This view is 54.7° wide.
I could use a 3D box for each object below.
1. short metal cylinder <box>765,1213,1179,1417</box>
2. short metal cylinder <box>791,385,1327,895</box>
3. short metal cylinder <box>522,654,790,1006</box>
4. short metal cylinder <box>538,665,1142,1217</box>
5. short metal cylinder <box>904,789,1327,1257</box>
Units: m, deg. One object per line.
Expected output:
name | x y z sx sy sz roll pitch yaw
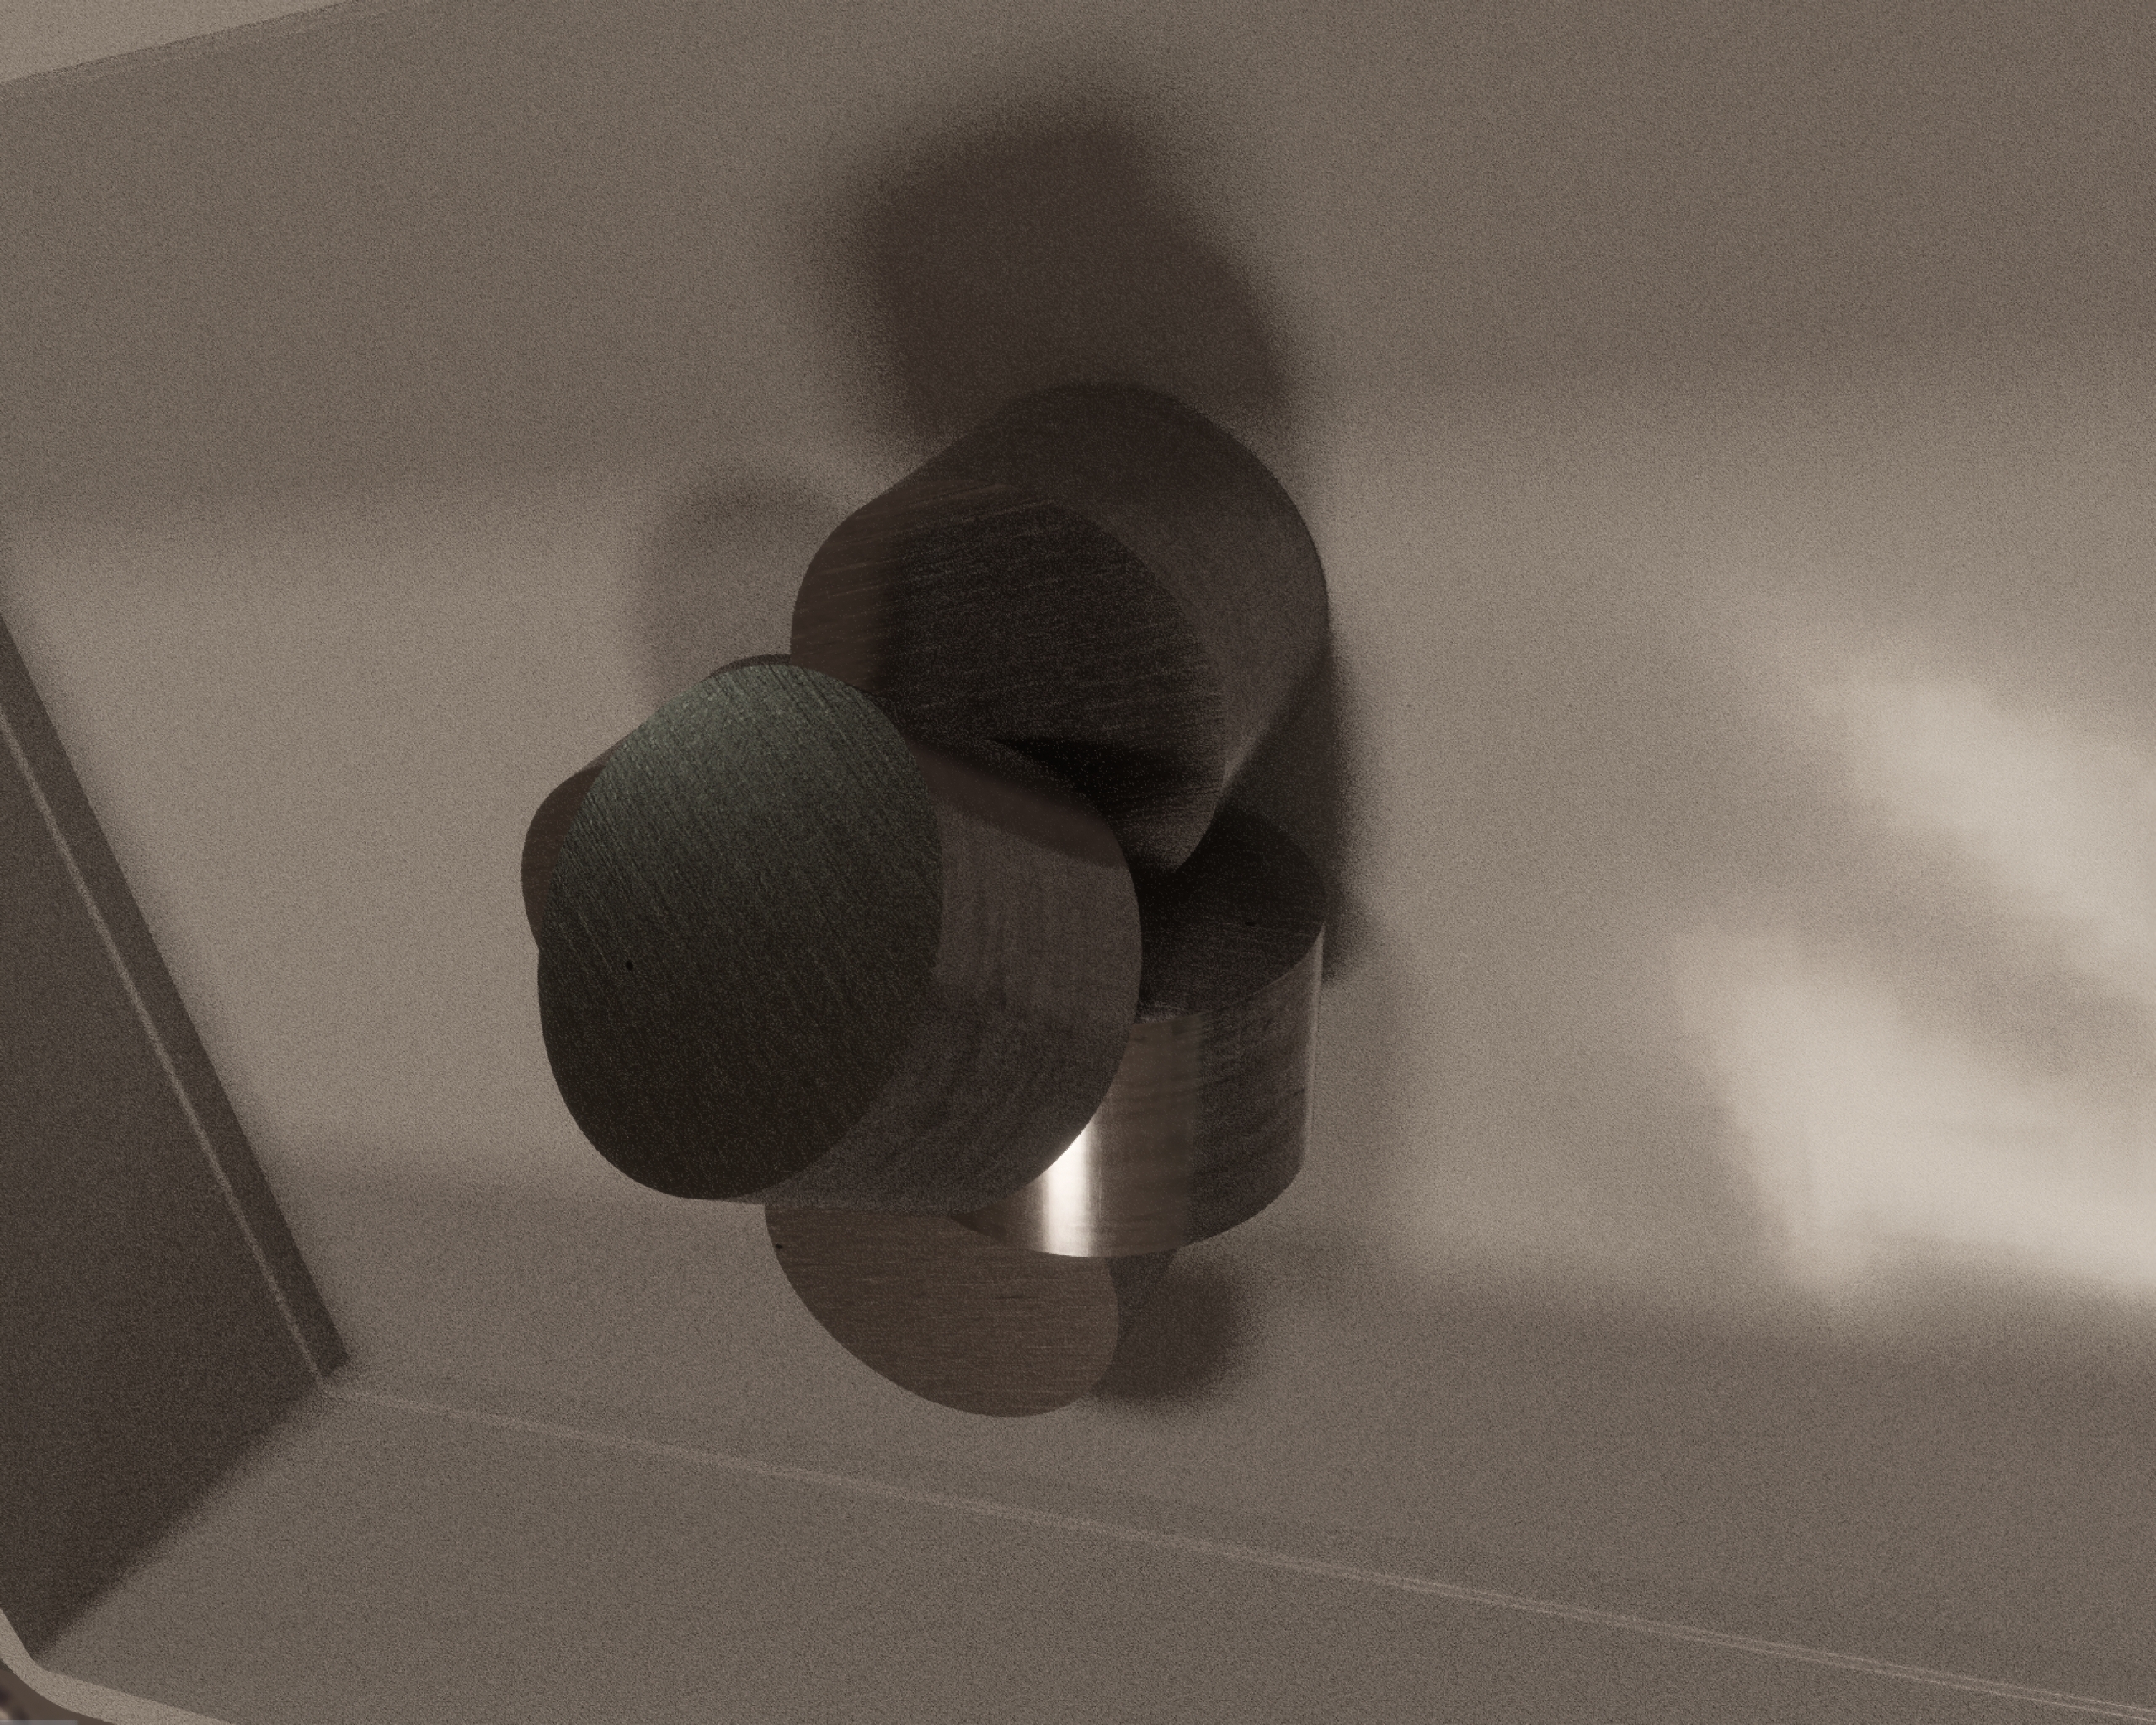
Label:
short metal cylinder | -0.018 0.069 0.441 0.080 0.050 0.079 13 124 20
short metal cylinder | -0.003 -0.038 0.367 0.080 0.050 0.079 13 124 20
short metal cylinder | -0.064 0.004 0.424 0.080 0.050 0.079 13 124 20
short metal cylinder | -0.037 0.014 0.327 0.080 0.050 0.080 -9 74 33
short metal cylinder | 0.004 0.027 0.385 0.080 0.080 0.050 13 124 21
